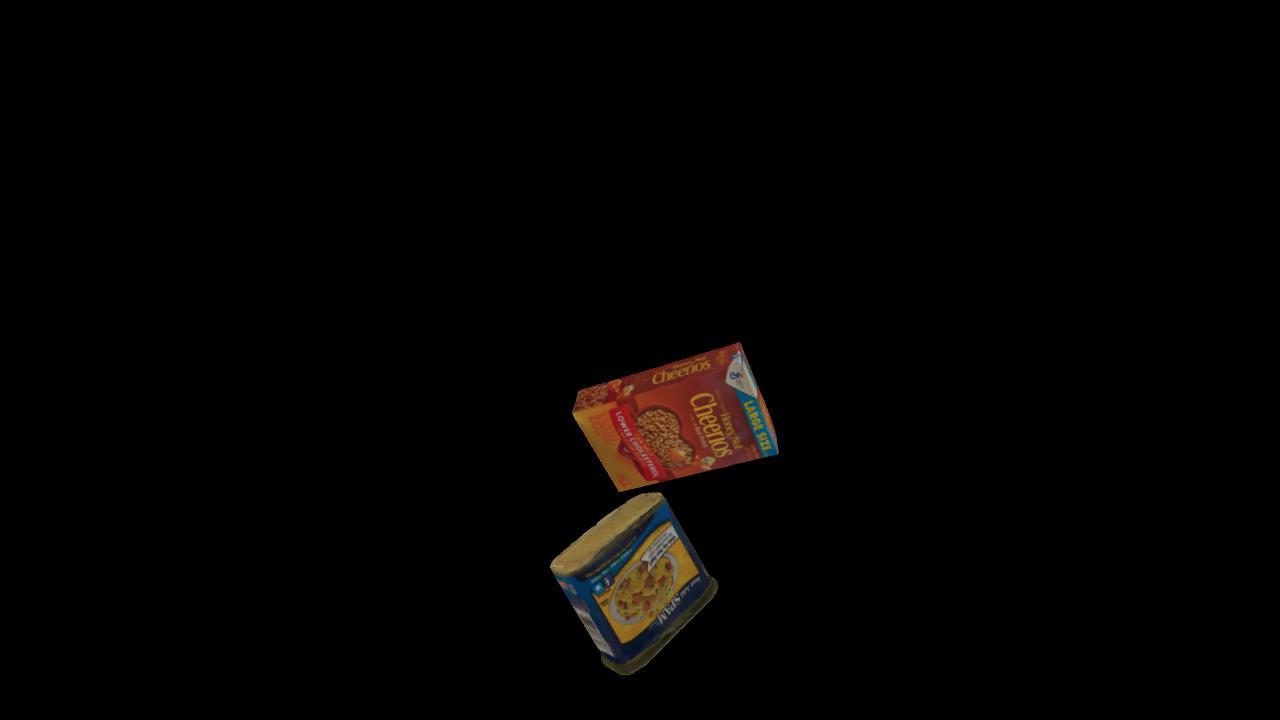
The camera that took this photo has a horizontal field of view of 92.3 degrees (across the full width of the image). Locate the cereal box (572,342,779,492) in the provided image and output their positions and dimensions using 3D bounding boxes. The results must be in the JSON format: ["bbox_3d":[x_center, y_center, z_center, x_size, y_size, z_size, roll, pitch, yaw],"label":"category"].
[{"bbox_3d":[0.064,0.107,1.067,0.306,0.203,0.081,-16,31,17],"label":"cereal box"}]

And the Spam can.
[{"bbox_3d":[-0.004,0.161,0.459,0.101,0.085,0.058,-33,8,-31],"label":"Spam can"}]
